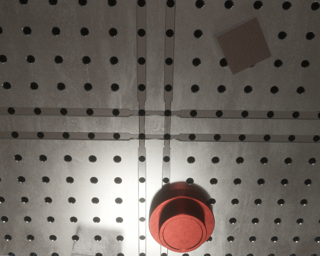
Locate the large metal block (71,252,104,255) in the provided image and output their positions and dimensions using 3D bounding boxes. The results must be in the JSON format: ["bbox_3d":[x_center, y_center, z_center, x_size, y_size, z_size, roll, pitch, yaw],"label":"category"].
[{"bbox_3d":[-0.106,0.243,0.472,0.081,0.080,0.050,8,110,-3],"label":"large metal block"}]

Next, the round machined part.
[{"bbox_3d":[0.032,0.143,0.458,0.099,0.042,0.097,0,110,-1],"label":"round machined part"}]

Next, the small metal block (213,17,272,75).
[{"bbox_3d":[0.100,-0.100,0.378,0.050,0.025,0.050,-26,108,9],"label":"small metal block"}]
